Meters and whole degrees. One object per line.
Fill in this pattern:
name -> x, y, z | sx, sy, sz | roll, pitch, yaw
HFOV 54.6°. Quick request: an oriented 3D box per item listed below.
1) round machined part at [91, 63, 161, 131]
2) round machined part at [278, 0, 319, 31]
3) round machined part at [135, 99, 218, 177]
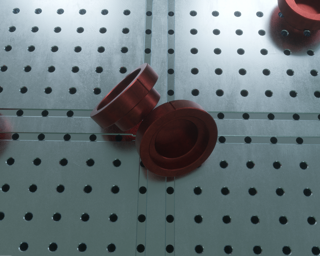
round machined part -> -0.038, -0.034, 0.393 | 0.042, 0.098, 0.098 | 47, 74, -18
round machined part -> 0.229, -0.189, 0.473 | 0.099, 0.042, 0.098 | 0, 70, 0
round machined part -> 0.017, 0.009, 0.380 | 0.099, 0.098, 0.042 | -22, 36, -8
